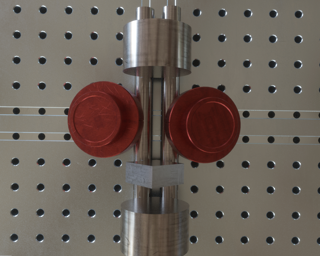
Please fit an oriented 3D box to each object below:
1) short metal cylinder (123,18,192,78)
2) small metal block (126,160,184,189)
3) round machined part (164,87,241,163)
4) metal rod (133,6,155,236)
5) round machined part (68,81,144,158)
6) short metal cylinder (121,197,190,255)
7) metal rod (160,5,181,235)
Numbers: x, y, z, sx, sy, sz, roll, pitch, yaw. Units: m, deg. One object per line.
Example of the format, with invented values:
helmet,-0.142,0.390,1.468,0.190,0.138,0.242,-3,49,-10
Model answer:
short metal cylinder,-0.003,-0.090,0.363,0.081,0.080,0.050,1,90,0
small metal block,-0.006,0.055,0.377,0.050,0.050,0.025,1,90,-42
round machined part,0.059,-0.004,0.392,0.099,0.042,0.097,0,90,-15
metal rod,-0.022,-0.008,0.412,0.025,0.025,0.298,1,90,0
round machined part,-0.073,-0.011,0.392,0.098,0.042,0.097,0,90,14
short metal cylinder,-0.006,0.115,0.364,0.081,0.080,0.050,1,90,0
metal rod,0.013,-0.009,0.412,0.025,0.025,0.298,1,90,0
